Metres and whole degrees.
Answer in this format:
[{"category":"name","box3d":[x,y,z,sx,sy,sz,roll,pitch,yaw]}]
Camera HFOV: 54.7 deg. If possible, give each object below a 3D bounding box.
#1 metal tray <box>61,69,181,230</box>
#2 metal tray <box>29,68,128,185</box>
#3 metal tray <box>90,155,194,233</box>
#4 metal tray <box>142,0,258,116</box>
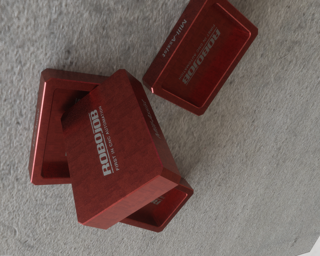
[{"category":"metal tray","box3d":[-0.044,0.016,0.293,0.090,0.130,0.030,-35,142,15]},{"category":"metal tray","box3d":[-0.094,0.003,0.354,0.091,0.030,0.129,3,117,-30]},{"category":"metal tray","box3d":[-0.022,0.099,0.454,0.131,0.030,0.090,31,101,-38]},{"category":"metal tray","box3d":[0.050,-0.087,0.378,0.090,0.030,0.129,23,106,-37]}]
